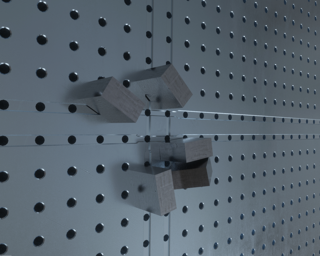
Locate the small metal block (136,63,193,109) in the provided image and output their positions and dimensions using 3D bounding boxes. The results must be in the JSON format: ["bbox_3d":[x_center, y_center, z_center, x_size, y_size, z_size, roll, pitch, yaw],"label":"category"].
[{"bbox_3d":[0.005,-0.051,0.396,0.050,0.050,0.025,52,60,-28],"label":"small metal block"}]

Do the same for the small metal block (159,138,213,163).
[{"bbox_3d":[0.035,0.029,0.421,0.050,0.050,0.025,-8,94,-40],"label":"small metal block"}]

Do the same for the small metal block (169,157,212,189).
[{"bbox_3d":[0.041,0.058,0.414,0.050,0.050,0.025,-45,125,-71],"label":"small metal block"}]

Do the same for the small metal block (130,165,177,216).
[{"bbox_3d":[-0.009,0.076,0.385,0.025,0.050,0.050,-14,99,-39],"label":"small metal block"}]

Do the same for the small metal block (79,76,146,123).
[{"bbox_3d":[-0.053,-0.030,0.347,0.050,0.050,0.025,39,66,-33],"label":"small metal block"}]
